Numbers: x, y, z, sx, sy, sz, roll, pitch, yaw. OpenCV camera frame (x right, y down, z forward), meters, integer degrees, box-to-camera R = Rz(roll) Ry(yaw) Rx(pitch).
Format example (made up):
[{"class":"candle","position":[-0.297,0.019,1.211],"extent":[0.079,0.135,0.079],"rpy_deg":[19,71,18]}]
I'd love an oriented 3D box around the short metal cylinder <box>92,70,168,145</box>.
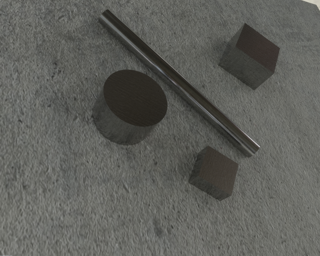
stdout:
[{"class":"short metal cylinder","position":[-0.038,-0.025,0.384],"extent":[0.081,0.050,0.080],"rpy_deg":[14,56,-21]}]

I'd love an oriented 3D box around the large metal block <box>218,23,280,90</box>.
[{"class":"large metal block","position":[0.161,-0.128,0.556],"extent":[0.080,0.050,0.080],"rpy_deg":[33,51,-7]}]

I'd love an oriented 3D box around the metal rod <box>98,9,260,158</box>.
[{"class":"metal rod","position":[0.028,-0.066,0.460],"extent":[0.300,0.025,0.025],"rpy_deg":[42,51,0]}]

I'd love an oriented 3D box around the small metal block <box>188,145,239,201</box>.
[{"class":"small metal block","position":[0.071,0.059,0.408],"extent":[0.050,0.025,0.050],"rpy_deg":[32,51,-8]}]
